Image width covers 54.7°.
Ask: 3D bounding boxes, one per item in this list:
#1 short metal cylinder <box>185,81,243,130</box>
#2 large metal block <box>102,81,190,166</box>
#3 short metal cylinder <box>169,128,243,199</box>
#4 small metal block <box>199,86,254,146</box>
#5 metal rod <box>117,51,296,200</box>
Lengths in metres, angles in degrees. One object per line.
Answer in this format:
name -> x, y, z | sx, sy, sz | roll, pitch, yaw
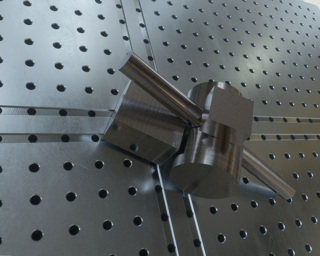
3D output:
short metal cylinder -> 0.072, -0.016, 0.418 | 0.080, 0.080, 0.050 | 25, 53, -13
large metal block -> -0.014, -0.012, 0.384 | 0.080, 0.050, 0.080 | 26, 53, -12
short metal cylinder -> 0.056, 0.044, 0.372 | 0.080, 0.080, 0.050 | 27, 53, -12
small metal block -> 0.076, -0.014, 0.352 | 0.050, 0.025, 0.050 | 21, 54, -6
metal rod -> 0.074, 0.010, 0.387 | 0.301, 0.025, 0.025 | 36, 50, -24
